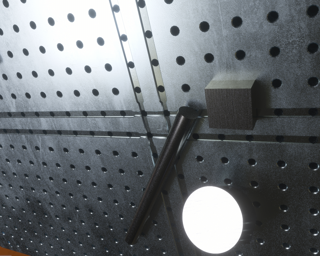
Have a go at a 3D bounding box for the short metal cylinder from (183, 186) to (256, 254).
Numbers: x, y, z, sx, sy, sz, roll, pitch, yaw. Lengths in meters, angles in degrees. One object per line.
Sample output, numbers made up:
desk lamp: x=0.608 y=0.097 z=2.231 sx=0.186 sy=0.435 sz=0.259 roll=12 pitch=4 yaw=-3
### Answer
short metal cylinder: x=0.077 y=0.116 z=0.401 sx=0.080 sy=0.050 sz=0.080 roll=-6 pitch=78 yaw=33

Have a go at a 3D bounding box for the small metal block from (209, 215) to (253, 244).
small metal block: x=0.100 y=0.137 z=0.443 sx=0.050 sy=0.025 sz=0.050 roll=-10 pitch=113 yaw=32

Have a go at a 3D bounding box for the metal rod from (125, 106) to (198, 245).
metal rod: x=-0.008 y=0.091 z=0.471 sx=0.025 sy=0.025 sz=0.298 roll=29 pitch=128 yaw=10

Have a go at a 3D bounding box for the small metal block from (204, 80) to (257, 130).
small metal block: x=0.081 y=-0.026 z=0.352 sx=0.050 sy=0.025 sz=0.050 roll=3 pitch=120 yaw=26
